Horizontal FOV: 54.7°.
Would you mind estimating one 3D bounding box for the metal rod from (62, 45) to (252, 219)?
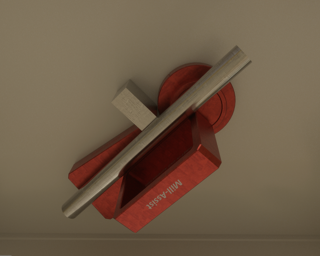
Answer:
[{"bbox_3d":[-0.016,0.016,0.374,0.299,0.025,0.025,-42,105,18],"label":"metal rod"}]

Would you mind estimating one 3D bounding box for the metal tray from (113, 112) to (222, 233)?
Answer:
[{"bbox_3d":[0.006,0.047,0.352,0.030,0.090,0.130,41,111,-17],"label":"metal tray"}]

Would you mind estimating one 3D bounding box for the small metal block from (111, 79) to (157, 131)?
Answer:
[{"bbox_3d":[-0.030,-0.030,0.385,0.025,0.050,0.050,-43,105,14],"label":"small metal block"}]

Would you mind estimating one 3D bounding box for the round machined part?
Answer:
[{"bbox_3d":[0.046,-0.031,0.390,0.099,0.042,0.097,0,110,-1],"label":"round machined part"}]

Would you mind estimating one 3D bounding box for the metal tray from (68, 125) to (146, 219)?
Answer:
[{"bbox_3d":[-0.047,0.059,0.428,0.130,0.030,0.090,-33,107,11],"label":"metal tray"}]
